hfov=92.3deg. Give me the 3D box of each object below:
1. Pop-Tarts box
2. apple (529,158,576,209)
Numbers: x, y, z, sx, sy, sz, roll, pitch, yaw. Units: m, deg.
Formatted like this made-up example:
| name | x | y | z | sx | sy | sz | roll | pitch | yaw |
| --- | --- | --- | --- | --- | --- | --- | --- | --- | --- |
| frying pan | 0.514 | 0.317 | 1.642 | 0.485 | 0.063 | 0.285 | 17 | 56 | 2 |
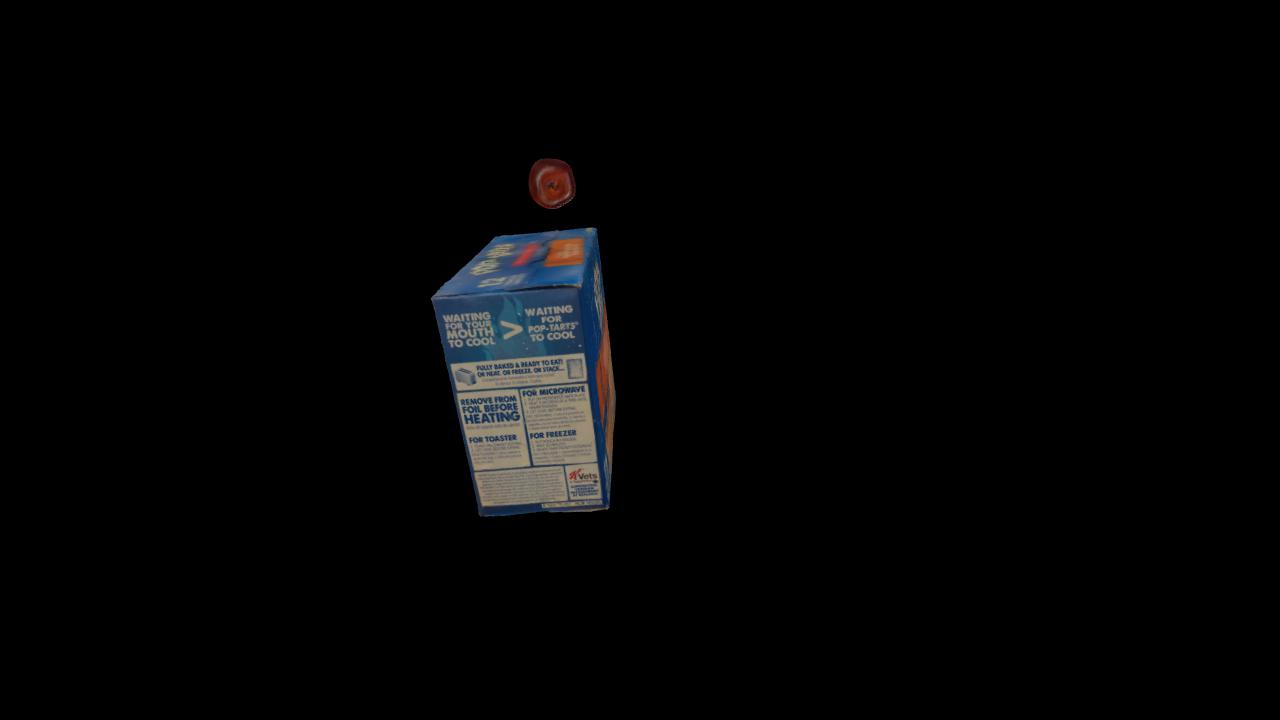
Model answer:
| name | x | y | z | sx | sy | sz | roll | pitch | yaw |
| --- | --- | --- | --- | --- | --- | --- | --- | --- | --- |
| Pop-Tarts box | -0.063 | -0.003 | 0.415 | 0.083 | 0.141 | 0.167 | -6 | 22 | 1 |
| apple | -0.141 | -0.282 | 0.978 | 0.079 | 0.079 | 0.093 | 0 | 21 | -9 |
